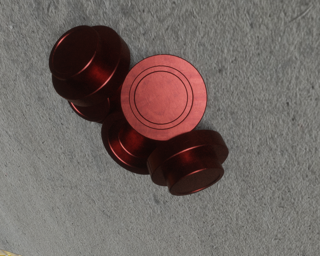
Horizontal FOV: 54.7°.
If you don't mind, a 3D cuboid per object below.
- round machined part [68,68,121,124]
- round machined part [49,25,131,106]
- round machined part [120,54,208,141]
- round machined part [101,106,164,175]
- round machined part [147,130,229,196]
[{"bbox_3d":[-0.086,-0.047,0.413,0.098,0.042,0.097,13,124,20],"label":"round machined part"},{"bbox_3d":[-0.087,-0.078,0.356,0.098,0.098,0.042,1,160,27],"label":"round machined part"},{"bbox_3d":[0.003,-0.034,0.345,0.099,0.042,0.097,1,95,7],"label":"round machined part"},{"bbox_3d":[-0.026,0.011,0.416,0.098,0.042,0.097,13,124,20],"label":"round machined part"},{"bbox_3d":[0.037,0.047,0.370,0.097,0.099,0.042,-50,48,39],"label":"round machined part"}]
